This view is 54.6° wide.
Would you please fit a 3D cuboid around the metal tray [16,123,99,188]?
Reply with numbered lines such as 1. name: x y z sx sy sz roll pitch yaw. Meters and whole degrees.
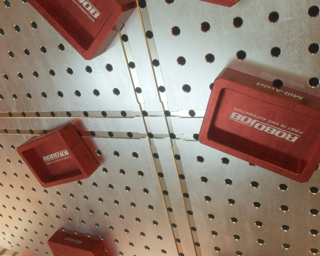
1. metal tray: -0.179 0.051 0.534 0.130 0.030 0.090 -18 109 35

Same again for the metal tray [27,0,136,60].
1. metal tray: -0.103 -0.157 0.365 0.130 0.030 0.090 45 129 -4

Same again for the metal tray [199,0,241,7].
1. metal tray: 0.042 -0.184 0.272 0.090 0.030 0.129 20 126 16

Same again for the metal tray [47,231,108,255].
1. metal tray: -0.173 0.276 0.671 0.130 0.030 0.090 1 119 28

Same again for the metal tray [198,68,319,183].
1. metal tray: 0.116 -0.003 0.345 0.130 0.030 0.089 22 127 15
